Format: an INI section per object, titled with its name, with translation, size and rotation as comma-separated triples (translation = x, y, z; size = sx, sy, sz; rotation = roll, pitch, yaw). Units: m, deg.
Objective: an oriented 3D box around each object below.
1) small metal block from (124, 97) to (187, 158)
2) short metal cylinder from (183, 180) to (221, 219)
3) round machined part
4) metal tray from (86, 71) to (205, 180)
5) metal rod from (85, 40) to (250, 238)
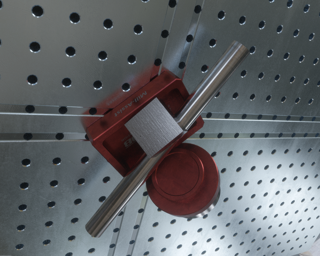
[small metal block]
translation = -0.005, 0.000, 0.366
size = 0.050, 0.050, 0.025
rotation = -40, 168, 11
[short metal cylinder]
translation = 0.041, 0.083, 0.450
size = 0.080, 0.080, 0.050
rotation = -37, 130, -4
[round machined part]
translation = 0.027, 0.065, 0.407
size = 0.098, 0.098, 0.042
rotation = -39, 152, -2
[metal tray]
translation = -0.015, -0.001, 0.400
size = 0.130, 0.030, 0.090
rotation = -37, 130, -4
[metal rod]
translation = 0.004, 0.020, 0.388
size = 0.025, 0.025, 0.299
rotation = 32, 100, -39
